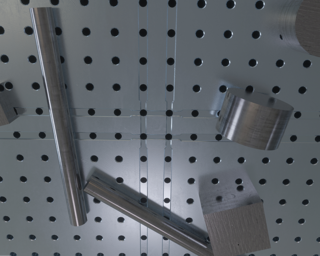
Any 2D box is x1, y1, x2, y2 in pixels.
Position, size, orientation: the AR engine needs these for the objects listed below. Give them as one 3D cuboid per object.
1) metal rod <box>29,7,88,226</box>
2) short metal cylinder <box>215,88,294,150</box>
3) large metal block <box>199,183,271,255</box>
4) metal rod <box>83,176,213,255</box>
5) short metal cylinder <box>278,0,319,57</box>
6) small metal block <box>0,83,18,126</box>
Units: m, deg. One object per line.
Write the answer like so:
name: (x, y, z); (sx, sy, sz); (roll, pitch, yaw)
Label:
metal rod: (-0.130, 0.000, 0.411); (0.025, 0.025, 0.298); (-3, 110, 1)
short metal cylinder: (0.114, -0.013, 0.380); (0.081, 0.080, 0.050); (12, 110, -5)
large metal block: (0.108, 0.135, 0.451); (0.080, 0.050, 0.080); (-14, 110, 5)
metal rod: (0.020, 0.159, 0.472); (0.301, 0.025, 0.025); (33, 107, -12)
short metal cylinder: (0.186, -0.124, 0.356); (0.081, 0.050, 0.079); (0, 110, 0)
small metal block: (-0.224, -0.026, 0.402); (0.050, 0.025, 0.050); (-14, 110, 5)
